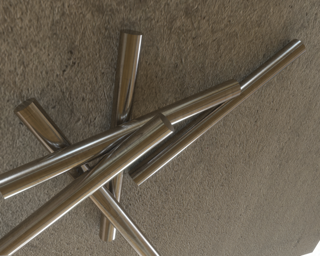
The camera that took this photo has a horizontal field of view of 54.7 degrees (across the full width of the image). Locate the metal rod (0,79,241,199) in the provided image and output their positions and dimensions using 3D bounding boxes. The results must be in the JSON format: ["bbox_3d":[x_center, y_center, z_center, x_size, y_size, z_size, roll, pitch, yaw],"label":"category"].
[{"bbox_3d":[-0.028,0.002,0.360,0.302,0.025,0.025,-24,128,-22],"label":"metal rod"}]

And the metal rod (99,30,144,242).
[{"bbox_3d":[-0.054,0.029,0.395,0.025,0.025,0.298,-4,120,-27],"label":"metal rod"}]

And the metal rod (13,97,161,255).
[{"bbox_3d":[-0.074,0.088,0.393,0.025,0.025,0.299,-34,121,-6],"label":"metal rod"}]

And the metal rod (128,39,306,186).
[{"bbox_3d":[0.081,-0.023,0.436,0.301,0.025,0.025,-39,129,-2],"label":"metal rod"}]

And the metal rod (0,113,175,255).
[{"bbox_3d":[-0.107,0.083,0.355,0.300,0.025,0.025,-38,131,15],"label":"metal rod"}]
